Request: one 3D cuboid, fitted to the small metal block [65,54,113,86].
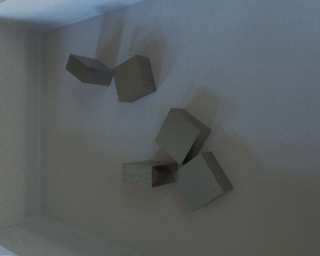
[{"bbox_3d":[-0.108,-0.089,0.477,0.050,0.050,0.025,37,113,33],"label":"small metal block"}]

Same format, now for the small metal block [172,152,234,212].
[{"bbox_3d":[0.049,0.063,0.365,0.050,0.025,0.050,-42,65,31],"label":"small metal block"}]

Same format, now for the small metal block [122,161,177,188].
[{"bbox_3d":[-0.013,0.058,0.399,0.050,0.050,0.025,0,90,39],"label":"small metal block"}]

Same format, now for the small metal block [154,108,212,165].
[{"bbox_3d":[0.027,0.010,0.383,0.050,0.025,0.050,41,114,32],"label":"small metal block"}]

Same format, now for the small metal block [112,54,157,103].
[{"bbox_3d":[-0.037,-0.068,0.435,0.050,0.025,0.050,-21,77,37],"label":"small metal block"}]
